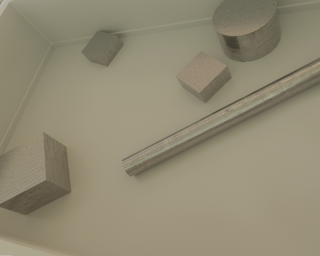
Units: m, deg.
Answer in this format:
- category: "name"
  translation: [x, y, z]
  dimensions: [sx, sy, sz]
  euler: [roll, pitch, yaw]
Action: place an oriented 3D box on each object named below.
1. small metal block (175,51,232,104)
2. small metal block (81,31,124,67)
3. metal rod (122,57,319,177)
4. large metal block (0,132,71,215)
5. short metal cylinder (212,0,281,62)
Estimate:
- category: "small metal block"
  translation: [0.058, -0.069, 0.417]
  dimensions: [0.050, 0.025, 0.050]
  euler: [-44, 51, -3]
- category: "small metal block"
  translation: [-0.101, -0.139, 0.542]
  dimensions: [0.050, 0.025, 0.050]
  euler: [23, 74, 36]
- category: "metal rod"
  translation: [0.090, -0.018, 0.369]
  dimensions: [0.301, 0.025, 0.025]
  euler: [-28, 53, 10]
- category: "large metal block"
  translation: [-0.179, 0.065, 0.441]
  dimensions: [0.080, 0.050, 0.080]
  euler: [-28, 52, 10]
- category: "short metal cylinder"
  translation: [0.116, -0.135, 0.411]
  dimensions: [0.080, 0.050, 0.080]
  euler: [-13, 56, 20]
